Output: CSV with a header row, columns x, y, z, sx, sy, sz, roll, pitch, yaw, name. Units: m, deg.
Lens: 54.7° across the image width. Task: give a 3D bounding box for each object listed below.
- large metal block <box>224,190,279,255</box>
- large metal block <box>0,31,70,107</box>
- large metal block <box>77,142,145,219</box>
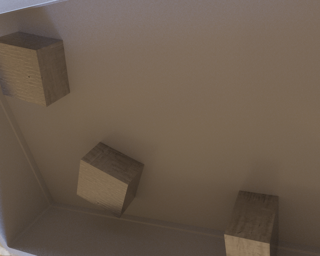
x,y,z,sx,sy,sz,roll,pitch,yaw,name
0.120,0.140,0.396,0.050,0.080,0.079,4,120,26,large metal block
-0.180,-0.084,0.436,0.080,0.050,0.079,15,125,19,large metal block
-0.079,0.081,0.484,0.080,0.050,0.079,26,128,12,large metal block
